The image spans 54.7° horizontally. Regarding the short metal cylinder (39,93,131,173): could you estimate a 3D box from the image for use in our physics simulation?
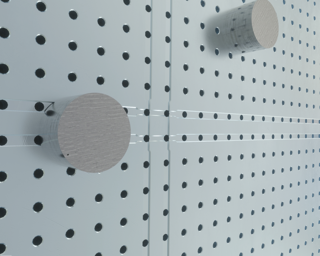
[{"bbox_3d":[-0.078,0.005,0.327,0.081,0.050,0.080,0,90,-40],"label":"short metal cylinder"}]

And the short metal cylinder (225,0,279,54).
[{"bbox_3d":[0.156,-0.170,0.523,0.081,0.050,0.080,0,90,-40],"label":"short metal cylinder"}]
